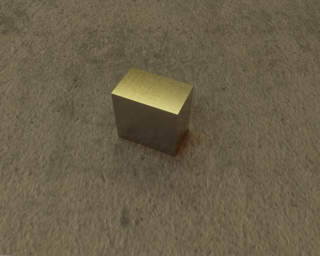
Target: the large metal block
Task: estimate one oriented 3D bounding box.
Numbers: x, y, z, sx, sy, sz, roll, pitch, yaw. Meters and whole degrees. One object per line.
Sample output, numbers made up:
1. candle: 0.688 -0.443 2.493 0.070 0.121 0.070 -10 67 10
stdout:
1. large metal block: -0.008 -0.019 0.383 0.080 0.080 0.050 19 53 15
